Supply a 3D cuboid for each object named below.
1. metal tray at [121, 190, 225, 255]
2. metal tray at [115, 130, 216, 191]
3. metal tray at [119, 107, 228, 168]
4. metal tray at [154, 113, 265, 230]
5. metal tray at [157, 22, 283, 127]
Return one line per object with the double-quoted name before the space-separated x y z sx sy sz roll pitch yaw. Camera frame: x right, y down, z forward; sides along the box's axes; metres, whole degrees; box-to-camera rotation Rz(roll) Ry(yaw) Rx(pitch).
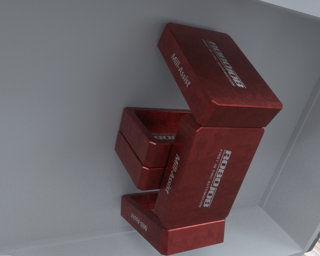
"metal tray" 0.012 0.120 0.418 0.091 0.130 0.030 0 97 -29
"metal tray" 0.018 0.036 0.398 0.131 0.090 0.030 1 118 -29
"metal tray" 0.026 0.008 0.385 0.131 0.090 0.030 1 118 -29
"metal tray" 0.052 0.049 0.345 0.091 0.030 0.129 0 118 -30
"metal tray" 0.060 -0.059 0.334 0.091 0.130 0.030 0 138 -29
